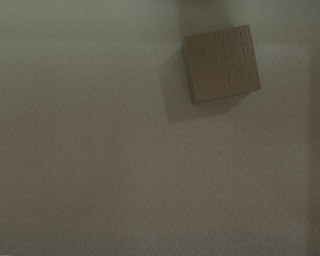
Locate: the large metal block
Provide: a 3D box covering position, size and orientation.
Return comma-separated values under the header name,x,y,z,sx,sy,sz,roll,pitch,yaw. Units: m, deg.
name,x,y,z,sx,sy,sz,roll,pitch,yaw
large metal block,0.076,-0.079,0.399,0.080,0.050,0.080,-11,90,0
